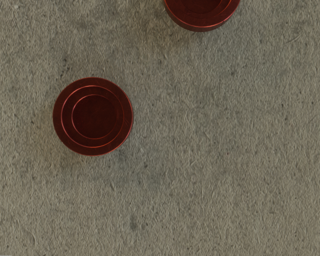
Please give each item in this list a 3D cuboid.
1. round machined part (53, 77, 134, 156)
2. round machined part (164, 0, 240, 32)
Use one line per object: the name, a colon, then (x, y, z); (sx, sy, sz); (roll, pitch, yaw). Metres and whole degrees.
round machined part: (-0.083, -0.014, 0.401); (0.099, 0.042, 0.097); (0, 90, 0)
round machined part: (0.052, -0.172, 0.402); (0.099, 0.042, 0.097); (0, 90, 0)
